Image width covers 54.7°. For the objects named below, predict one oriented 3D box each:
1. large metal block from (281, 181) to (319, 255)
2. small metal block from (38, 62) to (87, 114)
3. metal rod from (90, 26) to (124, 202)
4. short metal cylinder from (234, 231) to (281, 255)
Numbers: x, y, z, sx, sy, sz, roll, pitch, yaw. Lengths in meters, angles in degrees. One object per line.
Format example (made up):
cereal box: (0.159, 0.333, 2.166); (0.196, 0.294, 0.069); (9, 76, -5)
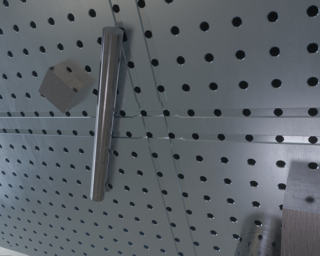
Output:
large metal block: (0.190, 0.115, 0.366); (0.080, 0.050, 0.079); (5, 121, 26)
small metal block: (-0.143, -0.057, 0.451); (0.050, 0.025, 0.050); (42, 129, -1)
metal rod: (-0.082, 0.002, 0.455); (0.025, 0.025, 0.298); (23, 127, 14)
short metal cylinder: (0.145, 0.194, 0.438); (0.080, 0.050, 0.079); (13, 124, 21)
